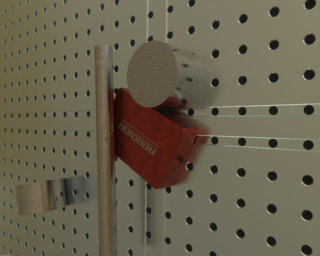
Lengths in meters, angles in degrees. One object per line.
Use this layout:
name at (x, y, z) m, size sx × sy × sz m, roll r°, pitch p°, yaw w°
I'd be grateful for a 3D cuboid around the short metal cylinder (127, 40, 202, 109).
short metal cylinder at (0.005, -0.064, 0.389) m, size 0.080 × 0.050 × 0.079 m, roll 0°, pitch 90°, yaw 40°

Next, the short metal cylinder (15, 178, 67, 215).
short metal cylinder at (-0.209, 0.120, 0.546) m, size 0.080 × 0.081 × 0.050 m, roll -15°, pitch 81°, yaw 39°

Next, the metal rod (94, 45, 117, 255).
metal rod at (-0.075, 0.036, 0.431) m, size 0.025 × 0.025 × 0.298 m, roll -2°, pitch 89°, yaw 40°

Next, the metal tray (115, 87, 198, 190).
metal tray at (-0.021, 0.011, 0.423) m, size 0.130 × 0.030 × 0.089 m, roll 35°, pitch 111°, yaw 34°
